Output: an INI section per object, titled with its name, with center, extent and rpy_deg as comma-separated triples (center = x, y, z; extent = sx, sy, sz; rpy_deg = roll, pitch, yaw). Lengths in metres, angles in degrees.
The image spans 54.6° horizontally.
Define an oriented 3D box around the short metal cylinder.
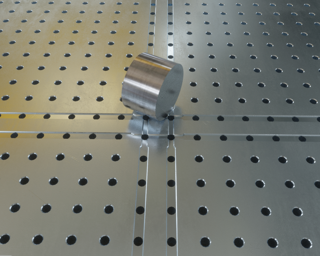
[short metal cylinder]
center = -0.008, -0.056, 0.419
extent = 0.050, 0.080, 0.080
rpy_deg = 23, 54, 18
